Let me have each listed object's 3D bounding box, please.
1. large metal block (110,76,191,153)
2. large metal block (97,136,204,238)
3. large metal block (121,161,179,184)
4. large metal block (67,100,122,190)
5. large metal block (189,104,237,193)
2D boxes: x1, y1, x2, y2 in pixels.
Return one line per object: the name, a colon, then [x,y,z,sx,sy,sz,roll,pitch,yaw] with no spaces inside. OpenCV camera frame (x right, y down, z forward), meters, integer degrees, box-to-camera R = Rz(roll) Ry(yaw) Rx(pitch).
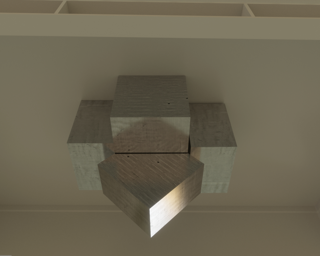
large metal block: [-0.010,-0.018,0.356,0.081,0.080,0.050,0,130,0]
large metal block: [-0.009,0.057,0.346,0.081,0.080,0.050,-33,140,-33]
large metal block: [-0.009,0.059,0.421,0.081,0.080,0.050,0,130,0]
large metal block: [-0.075,0.021,0.389,0.050,0.080,0.079,0,130,0]
large metal block: [0.058,0.025,0.390,0.050,0.080,0.079,0,130,-1]
